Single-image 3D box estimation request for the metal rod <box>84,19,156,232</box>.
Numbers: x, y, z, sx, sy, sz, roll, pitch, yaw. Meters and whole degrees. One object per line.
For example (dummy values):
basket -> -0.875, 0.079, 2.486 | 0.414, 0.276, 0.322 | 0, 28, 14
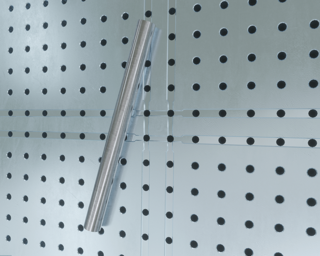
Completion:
metal rod -> -0.058, 0.001, 0.433 | 0.025, 0.025, 0.298 | 18, 96, 19
